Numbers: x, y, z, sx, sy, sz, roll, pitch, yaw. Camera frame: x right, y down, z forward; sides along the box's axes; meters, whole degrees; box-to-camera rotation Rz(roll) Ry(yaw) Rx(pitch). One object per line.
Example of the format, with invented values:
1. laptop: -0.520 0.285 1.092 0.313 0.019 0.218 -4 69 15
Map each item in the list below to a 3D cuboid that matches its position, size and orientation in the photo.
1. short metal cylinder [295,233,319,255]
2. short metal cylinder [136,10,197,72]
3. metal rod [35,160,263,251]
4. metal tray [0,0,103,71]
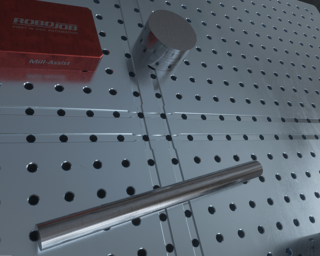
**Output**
1. short metal cylinder: 0.230 0.179 0.410 0.081 0.050 0.080 14 56 -21
2. short metal cylinder: 0.009 -0.135 0.481 0.081 0.050 0.080 14 56 -21
3. metal rod: 0.013 0.080 0.367 0.303 0.025 0.025 -10 67 -33
4. metal tray: -0.148 -0.121 0.399 0.131 0.030 0.090 -4 64 -30
